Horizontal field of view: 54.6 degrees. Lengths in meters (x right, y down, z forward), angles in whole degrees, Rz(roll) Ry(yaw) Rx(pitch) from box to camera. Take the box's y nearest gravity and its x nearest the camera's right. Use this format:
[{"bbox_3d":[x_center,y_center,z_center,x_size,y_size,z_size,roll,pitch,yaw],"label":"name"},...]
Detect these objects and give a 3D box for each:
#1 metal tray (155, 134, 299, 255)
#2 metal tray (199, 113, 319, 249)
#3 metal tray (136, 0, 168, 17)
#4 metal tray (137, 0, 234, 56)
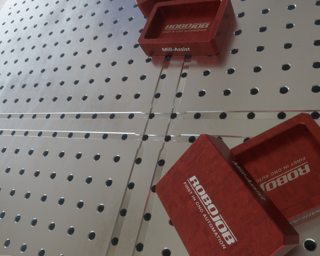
[{"bbox_3d":[0.056,0.081,0.306,0.090,0.030,0.130,-51,48,21],"label":"metal tray"},{"bbox_3d":[0.113,0.052,0.313,0.130,0.030,0.090,-29,52,10],"label":"metal tray"},{"bbox_3d":[-0.008,-0.274,0.577,0.090,0.030,0.130,-25,53,12],"label":"metal tray"},{"bbox_3d":[0.039,-0.157,0.482,0.130,0.030,0.090,8,65,31],"label":"metal tray"}]
